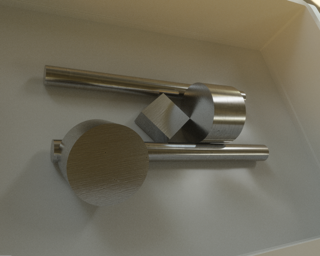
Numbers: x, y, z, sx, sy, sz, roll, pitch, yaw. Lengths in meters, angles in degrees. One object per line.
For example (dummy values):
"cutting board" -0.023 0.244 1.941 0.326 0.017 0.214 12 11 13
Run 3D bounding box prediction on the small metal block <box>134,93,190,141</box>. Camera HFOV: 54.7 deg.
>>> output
"small metal block" 0.003 -0.011 0.413 0.050 0.025 0.050 44 51 2

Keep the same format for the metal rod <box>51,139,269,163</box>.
"metal rod" 0.020 0.031 0.397 0.303 0.025 0.025 3 61 -27

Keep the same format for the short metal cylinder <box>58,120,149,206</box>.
"short metal cylinder" -0.058 0.033 0.315 0.081 0.050 0.079 -3 97 -27

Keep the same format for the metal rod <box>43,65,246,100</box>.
"metal rod" -0.003 -0.055 0.437 0.303 0.025 0.025 3 61 -27

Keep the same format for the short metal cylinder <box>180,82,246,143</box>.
"short metal cylinder" 0.069 -0.019 0.420 0.050 0.080 0.080 2 61 -28
